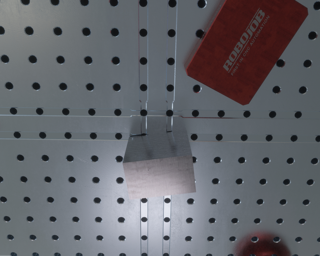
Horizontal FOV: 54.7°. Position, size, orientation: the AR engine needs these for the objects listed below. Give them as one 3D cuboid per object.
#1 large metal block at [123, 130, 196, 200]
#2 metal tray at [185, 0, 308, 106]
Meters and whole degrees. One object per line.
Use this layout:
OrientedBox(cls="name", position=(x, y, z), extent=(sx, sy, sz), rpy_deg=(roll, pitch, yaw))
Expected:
OrientedBox(cls="large metal block", position=(0.000, 0.045, 0.400), extent=(0.080, 0.080, 0.050), rpy_deg=(-7, 110, 2))
OrientedBox(cls="metal tray", position=(0.099, -0.104, 0.373), extent=(0.090, 0.030, 0.129), rpy_deg=(27, 108, -10))
